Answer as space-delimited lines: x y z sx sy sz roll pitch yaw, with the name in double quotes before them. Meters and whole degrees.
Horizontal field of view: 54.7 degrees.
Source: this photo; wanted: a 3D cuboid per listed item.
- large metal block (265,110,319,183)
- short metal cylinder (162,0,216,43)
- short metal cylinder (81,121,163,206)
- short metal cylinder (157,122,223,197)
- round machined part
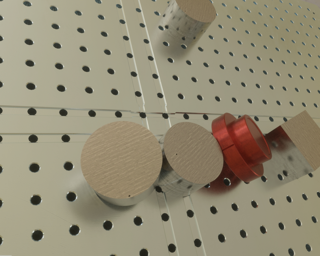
"large metal block" 0.219 0.027 0.493 0.081 0.050 0.080 -23 75 -36
"short metal cylinder" 0.050 -0.195 0.538 0.081 0.050 0.080 14 56 -21
"short metal cylinder" -0.039 0.039 0.329 0.081 0.050 0.080 1 68 -3
"short metal cylinder" 0.030 0.039 0.384 0.081 0.050 0.080 13 56 -21
"round machined part" 0.115 0.021 0.421 0.098 0.042 0.098 41 30 -30
